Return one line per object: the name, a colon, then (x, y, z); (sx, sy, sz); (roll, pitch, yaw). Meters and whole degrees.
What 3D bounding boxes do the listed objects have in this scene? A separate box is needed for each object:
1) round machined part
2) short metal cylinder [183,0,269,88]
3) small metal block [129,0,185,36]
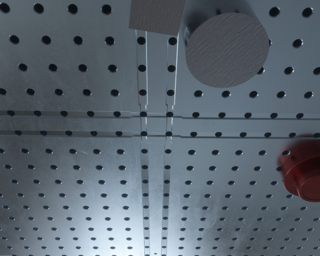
round machined part: (0.237, 0.075, 0.467); (0.099, 0.042, 0.097); (0, 130, 0)
short metal cylinder: (0.065, -0.089, 0.320); (0.081, 0.050, 0.079); (0, 130, 0)
small metal block: (-0.003, -0.123, 0.306); (0.050, 0.025, 0.050); (7, 130, -7)
